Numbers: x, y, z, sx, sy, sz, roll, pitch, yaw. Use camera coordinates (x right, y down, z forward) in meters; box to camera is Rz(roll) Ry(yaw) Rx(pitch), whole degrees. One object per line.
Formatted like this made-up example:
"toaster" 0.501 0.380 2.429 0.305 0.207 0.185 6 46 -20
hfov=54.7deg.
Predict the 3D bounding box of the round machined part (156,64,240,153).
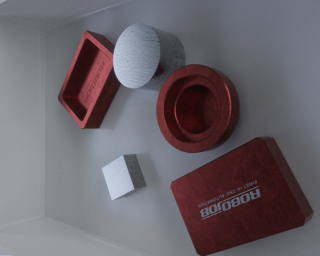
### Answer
"round machined part" 0.046 -0.021 0.356 0.098 0.042 0.097 0 90 39

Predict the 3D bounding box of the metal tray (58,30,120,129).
"metal tray" -0.107 -0.074 0.489 0.090 0.030 0.129 44 116 30

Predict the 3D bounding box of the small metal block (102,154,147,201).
"small metal block" -0.052 0.071 0.448 0.050 0.025 0.050 -33 70 35

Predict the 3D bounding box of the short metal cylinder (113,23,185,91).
"short metal cylinder" -0.015 -0.089 0.401 0.080 0.050 0.079 0 90 39

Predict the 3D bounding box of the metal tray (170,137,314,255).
"metal tray" 0.080 0.076 0.336 0.130 0.030 0.090 -35 69 34
